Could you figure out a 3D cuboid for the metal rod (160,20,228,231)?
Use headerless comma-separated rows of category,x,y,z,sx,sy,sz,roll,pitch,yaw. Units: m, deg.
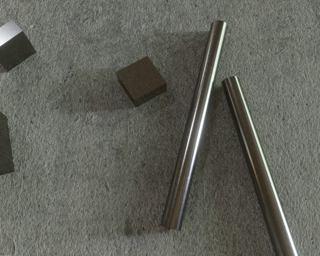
metal rod,0.051,-0.017,0.415,0.025,0.025,0.299,14,70,5

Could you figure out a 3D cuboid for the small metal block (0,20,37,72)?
small metal block,-0.210,-0.114,0.434,0.050,0.050,0.025,-42,76,-14

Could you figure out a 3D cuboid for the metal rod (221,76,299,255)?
metal rod,0.129,0.071,0.383,0.025,0.025,0.299,-11,70,-4

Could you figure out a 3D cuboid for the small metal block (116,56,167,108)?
small metal block,-0.026,-0.065,0.431,0.050,0.025,0.050,-30,73,-11

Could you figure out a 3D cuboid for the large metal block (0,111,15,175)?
large metal block,-0.223,0.014,0.371,0.050,0.080,0.080,-16,71,-6
